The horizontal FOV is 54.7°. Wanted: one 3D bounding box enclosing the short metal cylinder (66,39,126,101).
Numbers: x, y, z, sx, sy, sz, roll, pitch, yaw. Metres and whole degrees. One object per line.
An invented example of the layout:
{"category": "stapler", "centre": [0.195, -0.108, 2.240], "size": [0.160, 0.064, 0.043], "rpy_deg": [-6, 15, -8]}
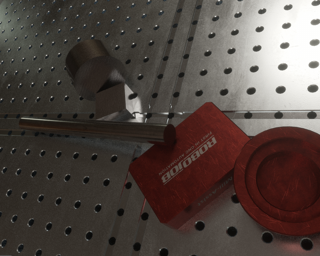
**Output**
{"category": "short metal cylinder", "centre": [-0.099, -0.088, 0.477], "size": [0.080, 0.080, 0.050], "rpy_deg": [-37, 51, 3]}

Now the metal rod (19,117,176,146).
{"category": "metal rod", "centre": [-0.109, 0.000, 0.442], "size": [0.300, 0.025, 0.025], "rpy_deg": [4, 63, 36]}

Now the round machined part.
{"category": "round machined part", "centre": [0.121, 0.051, 0.293], "size": [0.098, 0.042, 0.098], "rpy_deg": [-5, 69, 15]}

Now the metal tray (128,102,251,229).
{"category": "metal tray", "centre": [0.037, 0.041, 0.360], "size": [0.130, 0.030, 0.090], "rpy_deg": [-39, 51, 1]}

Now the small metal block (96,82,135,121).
{"category": "small metal block", "centre": [-0.068, -0.034, 0.463], "size": [0.050, 0.025, 0.050], "rpy_deg": [-19, 54, 16]}
